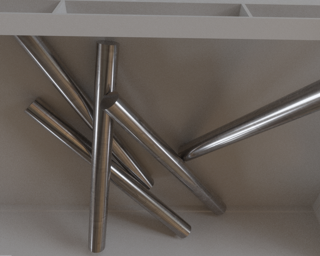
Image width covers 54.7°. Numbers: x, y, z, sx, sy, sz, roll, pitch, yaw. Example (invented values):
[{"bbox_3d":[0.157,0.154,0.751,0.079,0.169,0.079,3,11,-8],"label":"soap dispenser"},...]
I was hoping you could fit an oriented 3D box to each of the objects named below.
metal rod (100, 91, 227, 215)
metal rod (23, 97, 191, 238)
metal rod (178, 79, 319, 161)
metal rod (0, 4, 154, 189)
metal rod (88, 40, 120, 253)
[{"bbox_3d":[0.023,0.054,0.430,0.025,0.025,0.300,-25,134,20],"label":"metal rod"},{"bbox_3d":[-0.060,0.068,0.438,0.025,0.025,0.300,-35,114,25],"label":"metal rod"},{"bbox_3d":[0.110,-0.010,0.321,0.025,0.025,0.299,26,151,-21],"label":"metal rod"},{"bbox_3d":[-0.086,-0.014,0.395,0.025,0.025,0.299,-21,128,16],"label":"metal rod"},{"bbox_3d":[-0.075,0.042,0.395,0.025,0.025,0.298,6,115,-5],"label":"metal rod"}]
